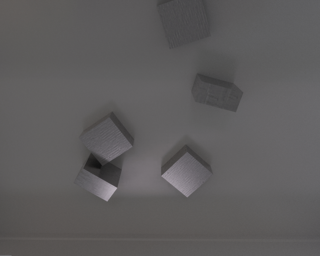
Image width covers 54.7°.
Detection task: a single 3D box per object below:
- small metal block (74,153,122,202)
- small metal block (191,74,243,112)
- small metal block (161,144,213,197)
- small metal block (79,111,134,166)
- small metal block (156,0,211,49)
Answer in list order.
[{"bbox_3d":[-0.083,0.065,0.421,0.050,0.050,0.025,33,107,-11],"label":"small metal block"},{"bbox_3d":[0.069,-0.044,0.382,0.050,0.050,0.025,14,110,-5],"label":"small metal block"},{"bbox_3d":[0.037,0.060,0.434,0.050,0.025,0.050,41,105,-14],"label":"small metal block"},{"bbox_3d":[-0.071,0.014,0.416,0.050,0.025,0.050,-33,107,11],"label":"small metal block"},{"bbox_3d":[0.028,-0.126,0.365,0.050,0.025,0.050,-17,109,6],"label":"small metal block"}]
